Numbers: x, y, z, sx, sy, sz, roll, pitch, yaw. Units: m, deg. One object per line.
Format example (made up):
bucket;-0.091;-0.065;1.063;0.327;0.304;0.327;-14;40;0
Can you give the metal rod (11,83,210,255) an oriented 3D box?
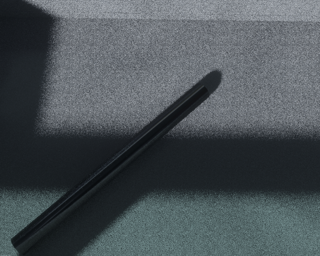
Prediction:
metal rod;-0.052;0.042;0.393;0.301;0.025;0.025;-40;75;-14
